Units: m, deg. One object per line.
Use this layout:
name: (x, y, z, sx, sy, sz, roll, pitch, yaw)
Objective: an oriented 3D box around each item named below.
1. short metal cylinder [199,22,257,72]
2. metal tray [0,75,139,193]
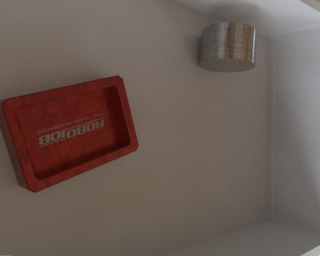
short metal cylinder: (0.100, -0.116, 0.457, 0.081, 0.080, 0.050, 6, 86, -40)
metal tray: (-0.091, 0.001, 0.328, 0.131, 0.030, 0.089, -21, 104, -38)
